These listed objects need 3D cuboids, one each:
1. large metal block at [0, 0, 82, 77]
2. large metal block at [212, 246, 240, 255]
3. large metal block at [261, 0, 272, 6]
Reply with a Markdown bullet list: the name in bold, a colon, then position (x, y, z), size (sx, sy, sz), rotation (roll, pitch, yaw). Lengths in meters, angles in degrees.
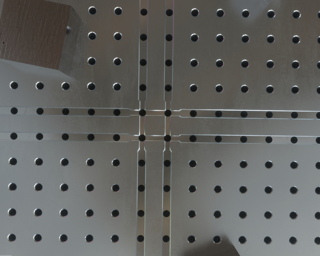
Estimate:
- **large metal block**: position (-0.155, -0.117, 0.399), size (0.080, 0.050, 0.080), rotation (11, 90, -1)
- **large metal block**: position (0.081, 0.215, 0.402), size (0.080, 0.050, 0.080), rotation (-22, 90, -1)
- **large metal block**: position (0.160, -0.213, 0.388), size (0.080, 0.080, 0.050), rotation (-43, 91, 0)
